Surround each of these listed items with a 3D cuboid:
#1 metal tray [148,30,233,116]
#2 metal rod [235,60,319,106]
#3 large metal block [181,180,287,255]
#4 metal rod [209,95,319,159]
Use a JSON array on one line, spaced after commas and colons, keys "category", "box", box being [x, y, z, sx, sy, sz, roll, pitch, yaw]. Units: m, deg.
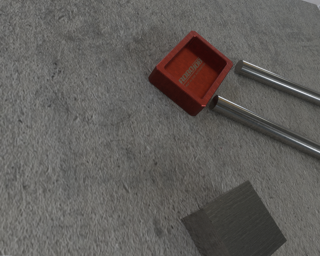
[{"category": "metal tray", "box": [0.052, -0.089, 0.484, 0.090, 0.030, 0.131, 39, 51, -2]}, {"category": "metal rod", "box": [0.276, -0.068, 0.597, 0.302, 0.025, 0.025, 17, 55, -19]}, {"category": "large metal block", "box": [0.086, 0.119, 0.363, 0.081, 0.050, 0.080, -20, 72, -36]}, {"category": "metal rod", "box": [0.217, 0.017, 0.513, 0.302, 0.025, 0.025, 23, 53, -15]}]
